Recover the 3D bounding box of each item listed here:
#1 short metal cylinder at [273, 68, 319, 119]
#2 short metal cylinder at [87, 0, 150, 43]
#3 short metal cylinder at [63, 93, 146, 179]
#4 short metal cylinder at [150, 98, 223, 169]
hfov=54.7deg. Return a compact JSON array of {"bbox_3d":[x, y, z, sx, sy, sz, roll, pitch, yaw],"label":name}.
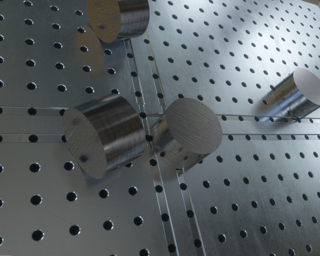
[{"bbox_3d":[0.258,-0.063,0.569,0.081,0.050,0.080,14,56,-21],"label":"short metal cylinder"},{"bbox_3d":[-0.060,-0.166,0.442,0.050,0.080,0.080,-25,76,-37],"label":"short metal cylinder"},{"bbox_3d":[-0.061,0.008,0.335,0.050,0.080,0.080,-27,77,-37],"label":"short metal cylinder"},{"bbox_3d":[0.034,0.007,0.405,0.081,0.050,0.080,14,56,-21],"label":"short metal cylinder"}]
